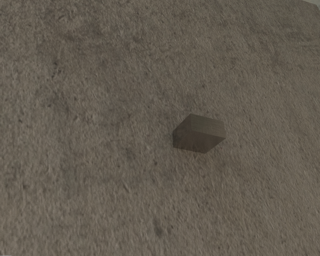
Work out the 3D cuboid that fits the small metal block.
[{"bbox_3d":[0.051,0.009,0.412,0.050,0.050,0.025,13,57,-22],"label":"small metal block"}]
